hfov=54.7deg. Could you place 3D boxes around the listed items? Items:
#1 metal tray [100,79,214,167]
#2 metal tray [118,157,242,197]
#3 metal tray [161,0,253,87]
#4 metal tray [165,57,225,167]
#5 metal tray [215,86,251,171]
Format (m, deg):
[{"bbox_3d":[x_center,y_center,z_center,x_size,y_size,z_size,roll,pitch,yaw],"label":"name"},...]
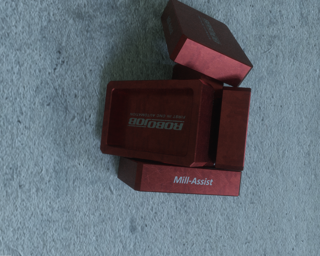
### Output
[{"bbox_3d":[-0.007,-0.008,0.357,0.030,0.130,0.089,9,86,-57],"label":"metal tray"},{"bbox_3d":[0.022,0.058,0.384,0.131,0.090,0.030,7,88,-20],"label":"metal tray"},{"bbox_3d":[0.052,-0.109,0.381,0.091,0.130,0.030,19,125,-20],"label":"metal tray"},{"bbox_3d":[0.040,-0.021,0.391,0.030,0.090,0.129,8,88,-20],"label":"metal tray"},{"bbox_3d":[0.092,0.003,0.393,0.030,0.130,0.089,6,88,13],"label":"metal tray"}]
